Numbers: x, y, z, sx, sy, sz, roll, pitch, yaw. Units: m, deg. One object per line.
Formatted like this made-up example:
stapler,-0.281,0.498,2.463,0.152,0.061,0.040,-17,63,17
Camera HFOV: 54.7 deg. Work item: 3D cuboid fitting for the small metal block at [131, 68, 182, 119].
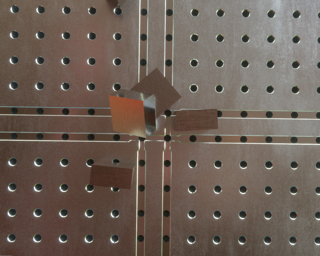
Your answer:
small metal block,-0.007,-0.043,0.413,0.050,0.025,0.050,-40,90,-1

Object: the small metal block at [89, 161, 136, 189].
small metal block,-0.059,0.059,0.400,0.050,0.050,0.025,6,90,-1

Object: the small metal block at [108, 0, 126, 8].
small metal block,-0.050,-0.192,0.400,0.025,0.050,0.050,35,90,-1

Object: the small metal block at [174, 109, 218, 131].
small metal block,0.045,-0.010,0.402,0.050,0.050,0.025,-3,90,-1

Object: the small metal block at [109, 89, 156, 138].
small metal block,-0.034,-0.019,0.393,0.050,0.025,0.050,12,120,27
